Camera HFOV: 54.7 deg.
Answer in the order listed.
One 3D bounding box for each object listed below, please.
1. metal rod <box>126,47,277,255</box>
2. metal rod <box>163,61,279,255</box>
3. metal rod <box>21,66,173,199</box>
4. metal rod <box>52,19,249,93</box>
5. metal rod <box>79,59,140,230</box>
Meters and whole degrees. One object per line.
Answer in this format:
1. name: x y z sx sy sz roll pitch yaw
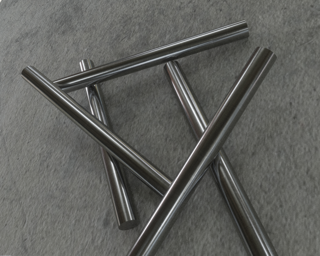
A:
1. metal rod: 0.035 0.046 0.328 0.025 0.025 0.299 30 87 37
2. metal rod: 0.059 0.024 0.357 0.025 0.025 0.299 -28 52 10
3. metal rod: -0.093 -0.005 0.414 0.300 0.025 0.025 36 82 26
4. metal rod: -0.023 -0.099 0.455 0.301 0.025 0.025 -15 56 12
5. metal rod: -0.081 0.001 0.443 0.025 0.025 0.299 -30 52 9
